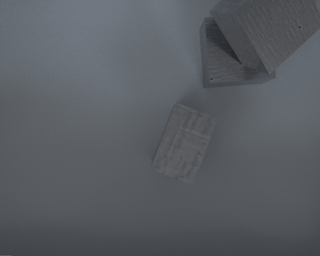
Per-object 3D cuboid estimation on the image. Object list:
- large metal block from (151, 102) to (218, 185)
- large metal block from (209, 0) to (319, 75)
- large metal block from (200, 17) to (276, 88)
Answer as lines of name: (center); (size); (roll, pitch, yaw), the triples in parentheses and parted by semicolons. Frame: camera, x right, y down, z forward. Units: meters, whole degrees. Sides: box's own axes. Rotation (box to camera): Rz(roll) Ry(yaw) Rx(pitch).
large metal block: (0.027, 0.017, 0.384); (0.050, 0.080, 0.080); (21, 90, -1)
large metal block: (0.115, -0.119, 0.334); (0.080, 0.050, 0.080); (-43, 121, 0)
large metal block: (0.097, -0.097, 0.400); (0.081, 0.050, 0.079); (-5, 90, -1)
